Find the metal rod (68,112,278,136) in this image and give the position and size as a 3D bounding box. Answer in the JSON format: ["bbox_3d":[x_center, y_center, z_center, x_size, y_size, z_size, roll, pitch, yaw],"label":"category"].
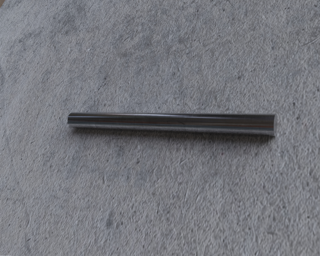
[{"bbox_3d":[-0.004,-0.008,0.413,0.300,0.025,0.025,2,63,29],"label":"metal rod"}]
